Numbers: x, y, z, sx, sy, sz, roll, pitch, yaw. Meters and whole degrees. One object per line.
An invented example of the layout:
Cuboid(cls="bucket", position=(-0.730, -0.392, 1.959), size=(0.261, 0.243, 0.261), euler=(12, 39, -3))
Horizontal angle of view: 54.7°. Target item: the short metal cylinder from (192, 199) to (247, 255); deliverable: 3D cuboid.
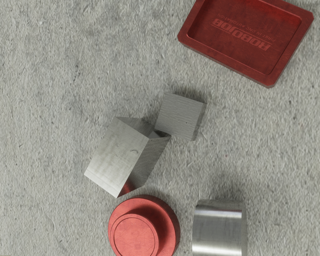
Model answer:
Cuboid(cls="short metal cylinder", position=(0.071, 0.123, 0.354), size=(0.050, 0.080, 0.079), euler=(-2, 89, 20))

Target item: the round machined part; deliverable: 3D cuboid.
Cuboid(cls="round machined part", position=(-0.026, 0.141, 0.408), size=(0.098, 0.042, 0.097), euler=(0, 90, 19))

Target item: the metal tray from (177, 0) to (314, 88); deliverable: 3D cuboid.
Cuboid(cls="metal tray", position=(0.098, -0.116, 0.371), size=(0.130, 0.030, 0.090), euler=(32, 100, 16))

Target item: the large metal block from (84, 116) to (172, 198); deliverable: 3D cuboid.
Cuboid(cls="large metal block", position=(-0.038, 0.033, 0.392), size=(0.050, 0.080, 0.080), euler=(32, 100, 17))

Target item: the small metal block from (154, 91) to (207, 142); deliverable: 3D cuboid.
Cuboid(cls="small metal block", position=(0.027, -0.015, 0.399), size=(0.050, 0.025, 0.050), euler=(20, 96, 18))
